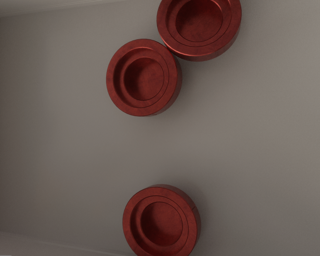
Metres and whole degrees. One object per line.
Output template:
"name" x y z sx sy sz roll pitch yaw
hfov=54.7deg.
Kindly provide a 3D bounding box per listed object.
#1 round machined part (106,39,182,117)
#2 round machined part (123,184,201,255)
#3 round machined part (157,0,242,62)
"round machined part" -0.017 -0.063 0.407 0.098 0.042 0.097 0 91 20
"round machined part" 0.005 0.121 0.400 0.098 0.042 0.097 0 90 20
"round machined part" 0.048 -0.128 0.378 0.098 0.042 0.097 -1 82 12
